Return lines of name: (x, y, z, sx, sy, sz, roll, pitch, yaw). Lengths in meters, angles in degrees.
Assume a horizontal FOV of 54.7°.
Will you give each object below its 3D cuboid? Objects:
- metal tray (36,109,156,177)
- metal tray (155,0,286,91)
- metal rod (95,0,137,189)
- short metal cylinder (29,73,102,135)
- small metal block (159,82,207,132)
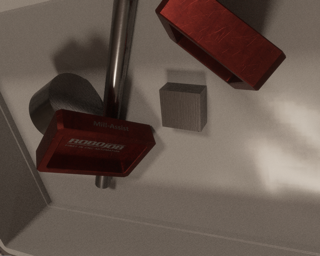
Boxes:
metal tray: (-0.083, 0.025, 0.406, 0.131, 0.030, 0.089, 10, 135, -34)
metal tray: (0.048, -0.072, 0.270, 0.090, 0.130, 0.030, 38, 100, 0)
metal rod: (-0.066, -0.026, 0.425, 0.025, 0.025, 0.298, 24, 127, 13)
short metal cylinder: (-0.127, -0.028, 0.421, 0.050, 0.080, 0.080, -25, 105, 37)
small metal block: (0.029, -0.026, 0.376, 0.050, 0.025, 0.050, 9, 122, 23)
